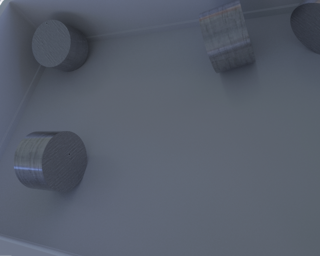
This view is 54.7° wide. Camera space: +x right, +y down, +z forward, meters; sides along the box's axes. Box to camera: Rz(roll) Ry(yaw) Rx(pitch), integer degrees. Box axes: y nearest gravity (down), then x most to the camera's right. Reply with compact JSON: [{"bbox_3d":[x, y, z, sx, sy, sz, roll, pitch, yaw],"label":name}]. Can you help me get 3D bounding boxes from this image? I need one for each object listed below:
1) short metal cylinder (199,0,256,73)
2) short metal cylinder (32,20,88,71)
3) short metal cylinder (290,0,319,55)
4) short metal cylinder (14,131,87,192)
[{"bbox_3d":[0.087,-0.116,0.395,0.050,0.080,0.080,-15,56,20],"label":"short metal cylinder"},{"bbox_3d":[-0.175,-0.143,0.546,0.080,0.050,0.079,0,91,20],"label":"short metal cylinder"},{"bbox_3d":[0.196,-0.124,0.344,0.050,0.080,0.080,-49,52,-6],"label":"short metal cylinder"},{"bbox_3d":[-0.145,0.044,0.418,0.050,0.080,0.080,-1,62,28],"label":"short metal cylinder"}]
